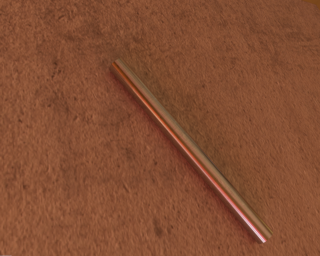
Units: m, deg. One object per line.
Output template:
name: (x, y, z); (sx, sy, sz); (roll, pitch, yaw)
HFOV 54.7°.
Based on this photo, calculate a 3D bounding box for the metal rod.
metal rod: (0.037, 0.025, 0.409); (0.300, 0.025, 0.025); (49, 51, 6)
